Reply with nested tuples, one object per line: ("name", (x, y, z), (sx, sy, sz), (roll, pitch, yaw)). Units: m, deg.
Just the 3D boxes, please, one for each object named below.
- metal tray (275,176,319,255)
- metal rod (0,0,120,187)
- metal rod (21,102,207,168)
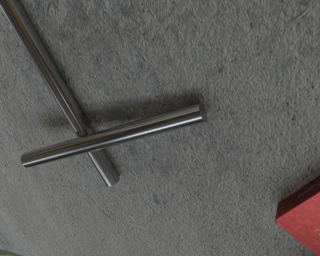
("metal tray", (0.211, 0.095, 0.351), (0.090, 0.030, 0.129), (38, 129, 2))
("metal rod", (-0.138, -0.041, 0.451), (0.025, 0.025, 0.299), (-14, 112, 33))
("metal rod", (-0.080, 0.016, 0.431), (0.300, 0.025, 0.025), (-15, 111, 25))
